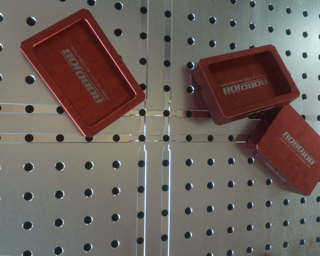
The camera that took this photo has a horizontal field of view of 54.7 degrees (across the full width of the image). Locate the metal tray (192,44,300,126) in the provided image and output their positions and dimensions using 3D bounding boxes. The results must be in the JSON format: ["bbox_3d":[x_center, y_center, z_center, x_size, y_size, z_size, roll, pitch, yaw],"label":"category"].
[{"bbox_3d":[0.122,-0.064,0.440,0.131,0.030,0.090,-16,74,-20],"label":"metal tray"}]

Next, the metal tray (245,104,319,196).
[{"bbox_3d":[0.206,0.034,0.488,0.130,0.030,0.090,41,77,-16],"label":"metal tray"}]

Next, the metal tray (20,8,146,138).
[{"bbox_3d":[-0.090,-0.064,0.376,0.090,0.030,0.130,-37,102,-17],"label":"metal tray"}]
